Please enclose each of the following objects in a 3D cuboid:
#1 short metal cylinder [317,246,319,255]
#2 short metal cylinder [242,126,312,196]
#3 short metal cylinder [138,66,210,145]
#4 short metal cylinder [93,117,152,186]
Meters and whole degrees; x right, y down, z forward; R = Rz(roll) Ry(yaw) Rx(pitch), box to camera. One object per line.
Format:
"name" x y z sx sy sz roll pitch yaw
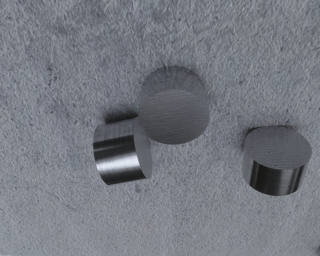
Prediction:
"short metal cylinder" 0.365 0.265 0.620 0.081 0.050 0.079 0 130 0
"short metal cylinder" 0.151 0.042 0.408 0.080 0.080 0.050 -4 130 3
"short metal cylinder" 0.016 -0.026 0.368 0.081 0.050 0.079 0 130 0
"short metal cylinder" -0.045 0.030 0.396 0.050 0.080 0.080 -12 129 10
